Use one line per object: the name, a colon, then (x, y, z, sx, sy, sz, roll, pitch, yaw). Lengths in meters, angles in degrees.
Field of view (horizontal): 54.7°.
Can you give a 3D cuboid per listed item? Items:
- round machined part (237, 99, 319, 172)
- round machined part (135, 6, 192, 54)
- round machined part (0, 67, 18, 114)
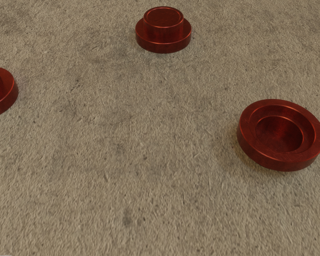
round machined part: (0.144, 0.013, 0.382, 0.099, 0.042, 0.098, 0, 50, 0)
round machined part: (0.006, -0.176, 0.540, 0.099, 0.042, 0.098, 0, 50, 0)
round machined part: (-0.259, -0.058, 0.439, 0.099, 0.042, 0.098, 0, 50, 0)
